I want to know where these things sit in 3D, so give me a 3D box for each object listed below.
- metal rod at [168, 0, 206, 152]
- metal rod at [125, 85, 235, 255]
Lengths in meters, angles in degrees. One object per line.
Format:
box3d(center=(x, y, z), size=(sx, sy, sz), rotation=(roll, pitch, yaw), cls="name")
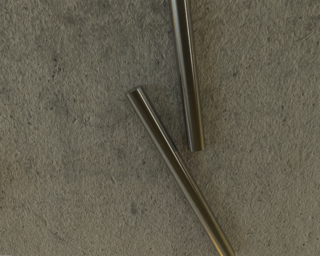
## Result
box3d(center=(0.028, -0.112, 0.369), size=(0.025, 0.025, 0.298), rotation=(-8, 110, 2), cls="metal rod")
box3d(center=(0.036, 0.075, 0.437), size=(0.025, 0.025, 0.299), rotation=(-27, 108, 9), cls="metal rod")
